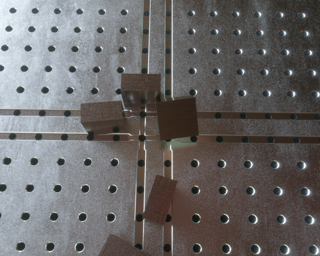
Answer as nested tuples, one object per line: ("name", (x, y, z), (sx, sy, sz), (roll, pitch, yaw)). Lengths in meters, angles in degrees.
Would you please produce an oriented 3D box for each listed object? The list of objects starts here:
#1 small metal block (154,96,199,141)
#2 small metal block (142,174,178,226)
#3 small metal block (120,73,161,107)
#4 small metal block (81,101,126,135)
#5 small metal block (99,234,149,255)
("small metal block", (0.021, -0.014, 0.405), (0.050, 0.025, 0.050), (-8, 103, -3))
("small metal block", (0.000, 0.087, 0.367), (0.025, 0.050, 0.050), (17, 71, 6))
("small metal block", (-0.024, -0.050, 0.416), (0.050, 0.050, 0.025), (1, 70, 0))
("small metal block", (-0.072, -0.012, 0.402), (0.050, 0.050, 0.025), (-5, 70, -2))
("small metal block", (-0.046, 0.157, 0.354), (0.050, 0.025, 0.050), (25, 72, 8))
